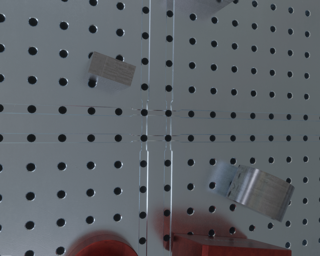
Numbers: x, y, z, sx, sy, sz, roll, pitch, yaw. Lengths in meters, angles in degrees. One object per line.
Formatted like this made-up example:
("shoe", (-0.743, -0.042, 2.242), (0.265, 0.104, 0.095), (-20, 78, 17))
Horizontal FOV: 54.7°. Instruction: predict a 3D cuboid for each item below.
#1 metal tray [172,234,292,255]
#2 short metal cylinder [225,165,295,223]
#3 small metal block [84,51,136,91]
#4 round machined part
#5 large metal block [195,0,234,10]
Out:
("metal tray", (0.093, 0.166, 0.410), (0.131, 0.090, 0.030), (11, 77, -20))
("short metal cylinder", (0.139, 0.091, 0.435), (0.080, 0.080, 0.050), (28, 81, -18))
("small metal block", (-0.062, -0.067, 0.376), (0.050, 0.050, 0.025), (17, 85, -19))
("round machined part", (-0.068, 0.186, 0.379), (0.099, 0.042, 0.097), (0, 90, -20))
("large metal block", (0.068, -0.221, 0.424), (0.081, 0.050, 0.080), (13, 86, -20))
